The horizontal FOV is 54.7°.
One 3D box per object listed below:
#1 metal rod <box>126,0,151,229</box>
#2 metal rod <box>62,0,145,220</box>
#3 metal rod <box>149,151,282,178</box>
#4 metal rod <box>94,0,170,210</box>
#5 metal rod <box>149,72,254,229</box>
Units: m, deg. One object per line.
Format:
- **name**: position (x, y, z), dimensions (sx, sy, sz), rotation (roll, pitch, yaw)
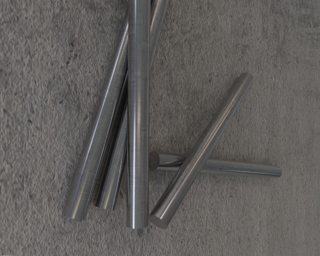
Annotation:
- **metal rod**: position (-0.024, -0.040, 0.350), dimensions (0.025, 0.025, 0.298), rotation (1, 90, -40)
- **metal rod**: position (-0.054, -0.047, 0.359), dimensions (0.025, 0.025, 0.299), rotation (24, 75, -38)
- **metal rod**: position (0.106, 0.063, 0.493), dimensions (0.302, 0.025, 0.025), rotation (10, 84, -40)
- **metal rod**: position (-0.028, -0.052, 0.380), dimensions (0.025, 0.025, 0.299), rotation (22, 76, -38)
- **metal rod**: position (0.073, 0.011, 0.440), dimensions (0.301, 0.025, 0.025), rotation (-52, 121, -36)
